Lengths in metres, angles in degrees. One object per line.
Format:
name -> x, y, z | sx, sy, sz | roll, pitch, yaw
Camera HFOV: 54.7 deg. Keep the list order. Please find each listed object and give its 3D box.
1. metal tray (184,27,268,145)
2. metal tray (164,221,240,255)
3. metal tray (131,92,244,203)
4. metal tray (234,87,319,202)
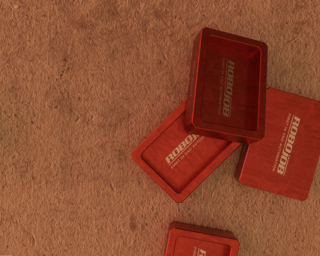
metal tray -> 0.083, -0.051, 0.382 | 0.091, 0.030, 0.130 | 11, 74, -11
metal tray -> 0.046, 0.197, 0.407 | 0.091, 0.030, 0.129 | 11, 90, 0
metal tray -> 0.038, 0.021, 0.407 | 0.130, 0.030, 0.090 | -45, 90, 0
metal tray -> 0.161, 0.021, 0.409 | 0.090, 0.030, 0.129 | 16, 90, 0
